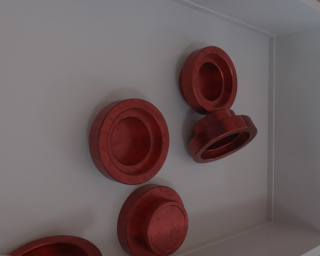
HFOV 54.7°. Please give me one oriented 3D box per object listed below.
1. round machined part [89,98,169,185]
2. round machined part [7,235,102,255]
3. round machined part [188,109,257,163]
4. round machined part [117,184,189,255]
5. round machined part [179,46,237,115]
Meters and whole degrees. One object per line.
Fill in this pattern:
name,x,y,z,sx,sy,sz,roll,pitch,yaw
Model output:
round machined part,-0.039,0.015,0.364,0.099,0.042,0.097,0,90,-40
round machined part,-0.100,0.146,0.280,0.099,0.098,0.042,-17,115,-39
round machined part,0.085,0.009,0.445,0.099,0.097,0.042,0,56,-40
round machined part,-0.002,0.124,0.396,0.099,0.042,0.097,0,90,-40
round machined part,0.067,-0.067,0.453,0.099,0.042,0.097,1,89,-40
